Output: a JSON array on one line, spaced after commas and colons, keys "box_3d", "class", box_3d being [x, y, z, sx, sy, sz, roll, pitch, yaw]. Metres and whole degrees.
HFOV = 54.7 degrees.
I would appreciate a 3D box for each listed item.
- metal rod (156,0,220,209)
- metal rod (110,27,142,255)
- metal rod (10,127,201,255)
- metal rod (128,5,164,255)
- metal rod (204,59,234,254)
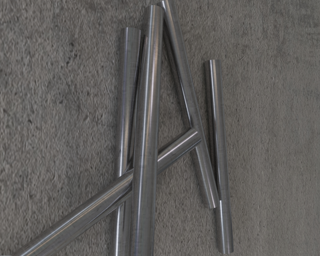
[{"box_3d": [0.043, -0.026, 0.440, 0.025, 0.025, 0.298, -23, 105, -38], "class": "metal rod"}, {"box_3d": [-0.041, 0.032, 0.369, 0.025, 0.025, 0.298, 4, 87, -40], "class": "metal rod"}, {"box_3d": [-0.069, 0.085, 0.322, 0.302, 0.025, 0.025, -34, 112, -27], "class": "metal rod"}, {"box_3d": [-0.013, -0.009, 0.347, 0.025, 0.025, 0.299, 19, 64, -38], "class": "metal rod"}, {"box_3d": [0.092, 0.046, 0.481, 0.025, 0.025, 0.298, -8, 95, -40], "class": "metal rod"}]
